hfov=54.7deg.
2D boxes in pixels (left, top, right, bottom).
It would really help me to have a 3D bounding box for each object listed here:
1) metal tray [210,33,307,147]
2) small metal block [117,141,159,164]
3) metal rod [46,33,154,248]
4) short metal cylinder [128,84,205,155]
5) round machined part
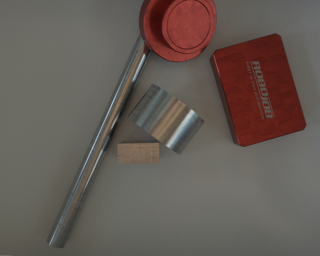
[{"bbox_3d":[0.128,-0.049,0.411,0.091,0.030,0.129,-16,90,-1],"label":"metal tray"},{"bbox_3d":[-0.026,0.031,0.399,0.050,0.050,0.025,-1,90,-1],"label":"small metal block"},{"bbox_3d":[-0.077,0.016,0.410,0.025,0.025,0.299,24,90,-1],"label":"metal rod"},{"bbox_3d":[0.008,-0.010,0.384,0.080,0.080,0.050,36,90,-1],"label":"short metal cylinder"},{"bbox_3d":[0.027,-0.129,0.381,0.099,0.042,0.097,-10,117,-19],"label":"round machined part"}]
